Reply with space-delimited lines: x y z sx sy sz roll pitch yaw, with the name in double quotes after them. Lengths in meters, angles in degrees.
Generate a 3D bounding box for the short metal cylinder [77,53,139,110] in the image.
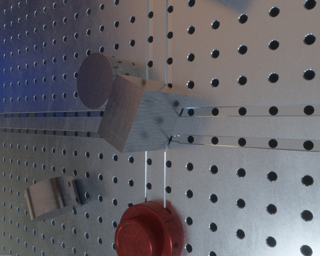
-0.077 -0.067 0.457 0.080 0.050 0.080 0 90 40 "short metal cylinder"

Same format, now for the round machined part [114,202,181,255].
-0.023 0.152 0.418 0.098 0.042 0.097 0 90 40 "round machined part"

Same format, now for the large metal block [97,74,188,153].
-0.022 -0.017 0.392 0.050 0.081 0.079 33 111 35 "large metal block"

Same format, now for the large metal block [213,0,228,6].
0.052 -0.198 0.350 0.080 0.050 0.080 41 115 32 "large metal block"

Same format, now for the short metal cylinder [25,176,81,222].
-0.180 0.119 0.522 0.080 0.081 0.050 -33 69 35 "short metal cylinder"
